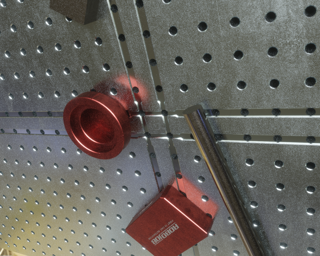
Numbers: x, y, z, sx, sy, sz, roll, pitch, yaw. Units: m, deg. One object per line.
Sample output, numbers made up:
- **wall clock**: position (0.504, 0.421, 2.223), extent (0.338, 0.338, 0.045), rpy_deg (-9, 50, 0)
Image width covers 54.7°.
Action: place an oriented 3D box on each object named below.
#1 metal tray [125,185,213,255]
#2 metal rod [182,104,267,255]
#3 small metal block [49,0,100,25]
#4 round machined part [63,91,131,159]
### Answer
- **metal tray**: position (0.011, 0.158, 0.499), extent (0.090, 0.030, 0.129), rpy_deg (40, 129, 0)
- **metal rod**: position (0.102, 0.105, 0.421), extent (0.025, 0.025, 0.299), rpy_deg (-14, 111, 33)
- **small metal block**: position (-0.099, -0.158, 0.364), extent (0.050, 0.025, 0.050), rpy_deg (28, 128, 9)
- **round machined part**: position (-0.083, -0.007, 0.438), extent (0.098, 0.042, 0.097), rpy_deg (13, 124, 20)
